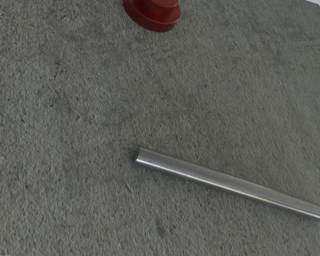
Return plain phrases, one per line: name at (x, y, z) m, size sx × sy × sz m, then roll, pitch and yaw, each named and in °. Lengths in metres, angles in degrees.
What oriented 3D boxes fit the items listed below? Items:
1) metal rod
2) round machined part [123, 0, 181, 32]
metal rod at (0.107, 0.080, 0.412) m, size 0.302 × 0.025 × 0.025 m, roll 20°, pitch 54°, yaw -17°
round machined part at (-0.009, -0.211, 0.517) m, size 0.099 × 0.042 × 0.098 m, roll 14°, pitch 56°, yaw -21°
